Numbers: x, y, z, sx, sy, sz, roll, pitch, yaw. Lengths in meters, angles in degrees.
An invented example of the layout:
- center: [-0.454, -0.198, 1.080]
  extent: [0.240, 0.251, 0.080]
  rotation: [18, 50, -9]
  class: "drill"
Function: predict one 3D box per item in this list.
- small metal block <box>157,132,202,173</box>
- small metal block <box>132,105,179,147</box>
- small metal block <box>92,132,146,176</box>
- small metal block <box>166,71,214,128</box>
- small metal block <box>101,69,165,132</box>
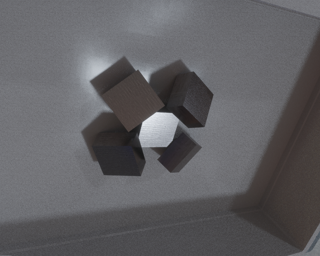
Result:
- center: [0.029, 0.035, 0.429]
  extent: [0.050, 0.025, 0.050]
  rotation: [-48, 163, 5]
  class: "small metal block"
- center: [-0.007, -0.003, 0.400]
  extent: [0.050, 0.025, 0.050]
  rotation: [1, 118, -29]
  class: "small metal block"
- center: [-0.050, 0.033, 0.384]
  extent: [0.050, 0.025, 0.050]
  rotation: [-1, 128, 16]
  class: "small metal block"
- center: [0.039, -0.034, 0.390]
  extent: [0.050, 0.025, 0.050]
  rotation: [40, 58, -39]
  class: "small metal block"
- center: [-0.030, -0.030, 0.355]
  extent: [0.050, 0.025, 0.050]
  rotation: [-36, 92, -3]
  class: "small metal block"
